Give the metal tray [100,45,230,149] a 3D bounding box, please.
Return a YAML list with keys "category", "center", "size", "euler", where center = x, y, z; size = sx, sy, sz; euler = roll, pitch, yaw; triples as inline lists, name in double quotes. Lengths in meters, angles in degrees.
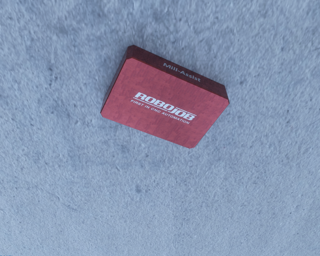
- category: "metal tray"
  center: [0.005, -0.032, 0.376]
  size: [0.131, 0.030, 0.089]
  euler: [21, 127, -17]
